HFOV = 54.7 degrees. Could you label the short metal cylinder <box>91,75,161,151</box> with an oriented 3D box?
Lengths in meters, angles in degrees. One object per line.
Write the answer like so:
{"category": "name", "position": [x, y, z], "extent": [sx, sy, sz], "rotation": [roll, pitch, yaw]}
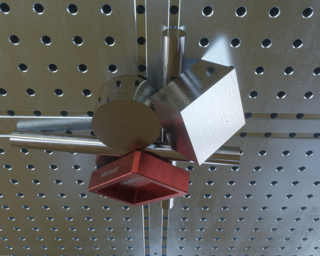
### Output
{"category": "short metal cylinder", "position": [-0.039, -0.017, 0.380], "extent": [0.081, 0.050, 0.079], "rotation": [0, 130, 0]}

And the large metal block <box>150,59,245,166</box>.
{"category": "large metal block", "position": [0.046, -0.019, 0.353], "extent": [0.080, 0.050, 0.080], "rotation": [-39, 131, -20]}

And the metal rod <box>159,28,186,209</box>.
{"category": "metal rod", "position": [0.013, 0.013, 0.423], "extent": [0.025, 0.025, 0.298], "rotation": [0, 131, -1]}

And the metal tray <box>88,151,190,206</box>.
{"category": "metal tray", "position": [-0.033, 0.077, 0.440], "extent": [0.090, 0.030, 0.130], "rotation": [27, 146, -28]}

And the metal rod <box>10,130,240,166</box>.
{"category": "metal rod", "position": [-0.049, 0.026, 0.411], "extent": [0.302, 0.025, 0.025], "rotation": [4, 130, 5]}
